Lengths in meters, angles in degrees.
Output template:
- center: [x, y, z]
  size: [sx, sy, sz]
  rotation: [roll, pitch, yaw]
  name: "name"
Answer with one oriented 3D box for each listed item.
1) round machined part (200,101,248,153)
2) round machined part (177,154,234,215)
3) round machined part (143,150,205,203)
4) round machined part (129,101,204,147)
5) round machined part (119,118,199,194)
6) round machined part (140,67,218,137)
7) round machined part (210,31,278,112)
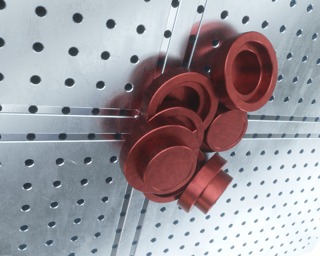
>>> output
- center: [0.085, -0.005, 0.442]
  size: [0.099, 0.042, 0.097]
  rotation: [-14, 124, -21]
  name: "round machined part"
- center: [0.072, 0.089, 0.462]
  size: [0.098, 0.042, 0.098]
  rotation: [-46, 162, -19]
  name: "round machined part"
- center: [0.011, 0.055, 0.439]
  size: [0.099, 0.042, 0.097]
  rotation: [-14, 124, -21]
  name: "round machined part"
- center: [0.005, 0.008, 0.407]
  size: [0.099, 0.042, 0.097]
  rotation: [-14, 124, -21]
  name: "round machined part"
- center: [0.005, 0.040, 0.372]
  size: [0.099, 0.042, 0.097]
  rotation: [-14, 124, -21]
  name: "round machined part"
- center: [0.021, -0.031, 0.392]
  size: [0.099, 0.042, 0.097]
  rotation: [-14, 124, -21]
  name: "round machined part"
- center: [0.103, -0.071, 0.397]
  size: [0.099, 0.042, 0.097]
  rotation: [-6, 101, -34]
  name: "round machined part"
